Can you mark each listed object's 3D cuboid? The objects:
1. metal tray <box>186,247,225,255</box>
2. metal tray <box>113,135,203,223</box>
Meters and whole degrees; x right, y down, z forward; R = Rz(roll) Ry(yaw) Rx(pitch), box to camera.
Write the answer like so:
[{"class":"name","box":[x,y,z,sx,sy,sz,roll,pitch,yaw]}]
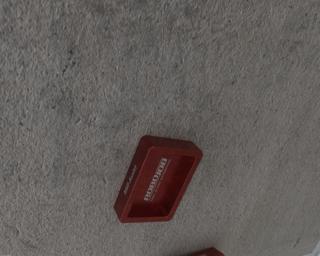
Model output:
[{"class":"metal tray","box":[0.063,0.287,0.587,0.131,0.030,0.089,2,101,-39]},{"class":"metal tray","box":[-0.003,0.077,0.449,0.091,0.030,0.129,9,114,-33]}]
